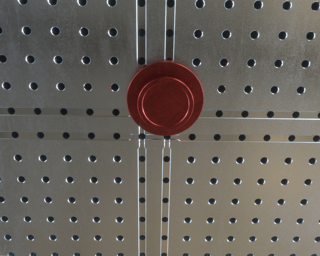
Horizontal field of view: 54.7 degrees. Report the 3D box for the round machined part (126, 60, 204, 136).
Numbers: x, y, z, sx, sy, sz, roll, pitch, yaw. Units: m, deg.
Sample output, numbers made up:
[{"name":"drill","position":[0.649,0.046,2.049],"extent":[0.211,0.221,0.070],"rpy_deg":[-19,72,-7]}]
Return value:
[{"name":"round machined part","position":[0.007,-0.035,0.392],"extent":[0.099,0.042,0.097],"rpy_deg":[0,110,-1]}]
